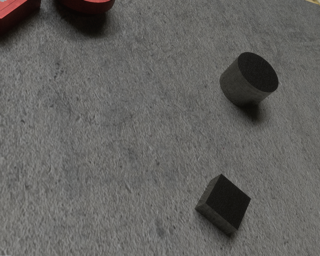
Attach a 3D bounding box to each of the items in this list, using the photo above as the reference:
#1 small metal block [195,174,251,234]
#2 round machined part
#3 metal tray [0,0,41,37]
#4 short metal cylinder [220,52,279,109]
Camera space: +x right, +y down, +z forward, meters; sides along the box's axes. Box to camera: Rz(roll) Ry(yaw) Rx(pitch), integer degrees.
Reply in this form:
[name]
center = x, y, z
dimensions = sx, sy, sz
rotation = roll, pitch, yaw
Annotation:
[small metal block]
center = 0.080, 0.095, 0.389
dimensions = 0.050, 0.025, 0.050
rotation = 41, 51, -1
[round machined part]
center = -0.115, -0.203, 0.455
dimensions = 0.099, 0.042, 0.098
rotation = 14, 56, -21
[metal tray]
center = -0.230, -0.182, 0.387
dimensions = 0.130, 0.030, 0.090
rotation = 32, 51, -7
[short metal cylinder]
center = 0.147, -0.079, 0.515
dimensions = 0.081, 0.050, 0.080
rotation = 14, 56, -21
